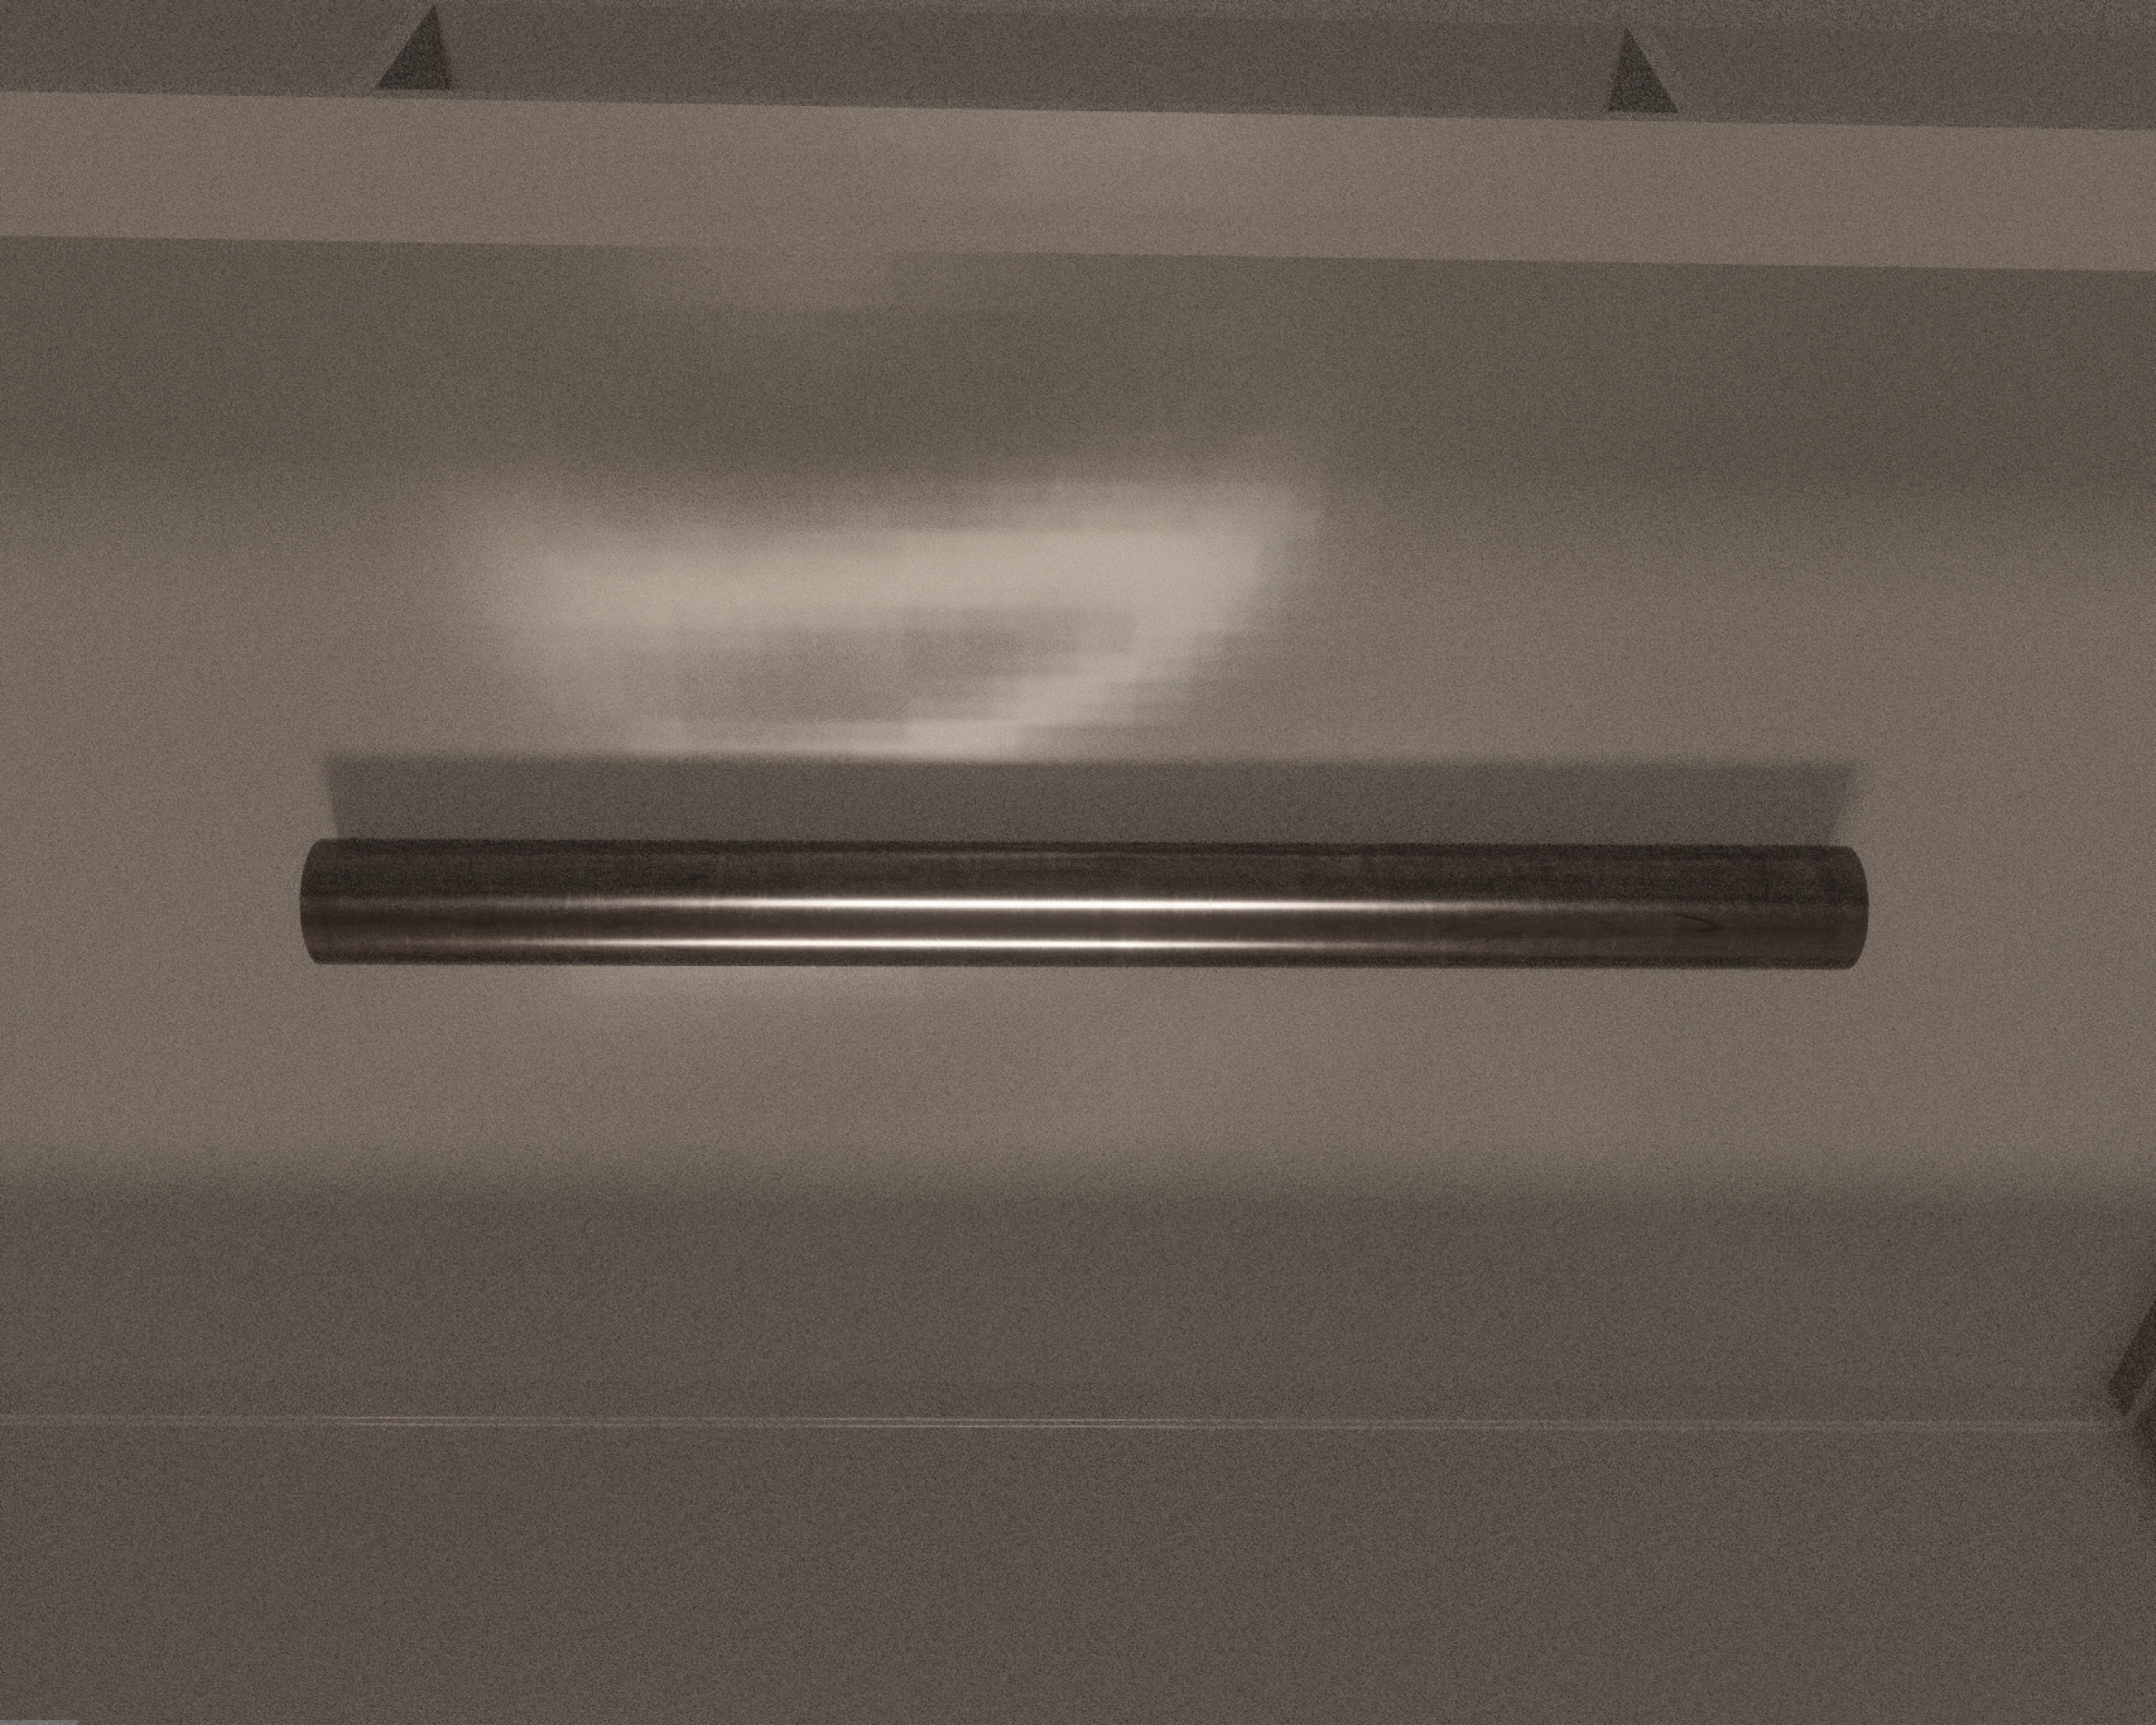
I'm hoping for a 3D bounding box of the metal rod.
[{"bbox_3d":[0.002,0.008,0.414,0.302,0.025,0.025,0,130,-1],"label":"metal rod"}]
